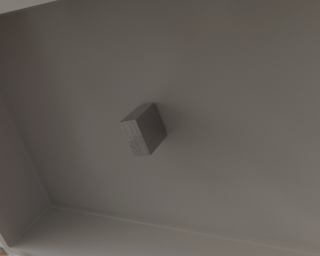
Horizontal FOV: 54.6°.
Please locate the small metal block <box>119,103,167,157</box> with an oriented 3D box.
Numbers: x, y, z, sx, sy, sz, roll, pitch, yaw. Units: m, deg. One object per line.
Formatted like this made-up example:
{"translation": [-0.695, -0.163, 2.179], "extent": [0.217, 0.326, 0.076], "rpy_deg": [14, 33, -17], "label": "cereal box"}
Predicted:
{"translation": [-0.020, 0.002, 0.400], "extent": [0.025, 0.050, 0.050], "rpy_deg": [-9, 113, 32], "label": "small metal block"}
